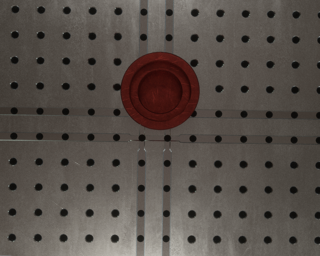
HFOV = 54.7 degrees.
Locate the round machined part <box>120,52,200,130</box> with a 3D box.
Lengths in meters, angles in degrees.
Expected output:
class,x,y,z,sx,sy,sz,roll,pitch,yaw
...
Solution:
class,x,y,z,sx,sy,sz,roll,pitch,yaw
round machined part,0.000,-0.046,0.405,0.099,0.042,0.097,0,90,-1
